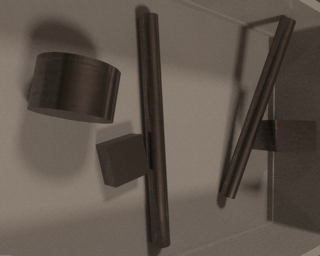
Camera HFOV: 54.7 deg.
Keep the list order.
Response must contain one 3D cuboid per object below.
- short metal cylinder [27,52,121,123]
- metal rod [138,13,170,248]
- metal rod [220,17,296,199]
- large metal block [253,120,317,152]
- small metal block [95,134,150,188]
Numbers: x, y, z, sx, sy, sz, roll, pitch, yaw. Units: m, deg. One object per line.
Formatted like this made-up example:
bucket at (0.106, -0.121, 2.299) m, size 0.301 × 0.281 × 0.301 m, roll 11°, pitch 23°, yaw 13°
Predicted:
short metal cylinder at (-0.082, -0.036, 0.303) m, size 0.081 × 0.080 × 0.050 m, roll 13°, pitch 82°, yaw -40°
metal rod at (-0.007, 0.005, 0.402) m, size 0.025 × 0.025 × 0.298 m, roll -5°, pitch 94°, yaw -40°
metal rod at (0.157, -0.031, 0.500) m, size 0.025 × 0.025 × 0.298 m, roll 18°, pitch 91°, yaw -39°
large metal block at (0.205, 0.013, 0.532) m, size 0.081 × 0.080 × 0.050 m, roll 1°, pitch 90°, yaw -21°
small metal block at (-0.044, 0.037, 0.372) m, size 0.050 × 0.025 × 0.050 m, roll -18°, pitch 102°, yaw -39°
